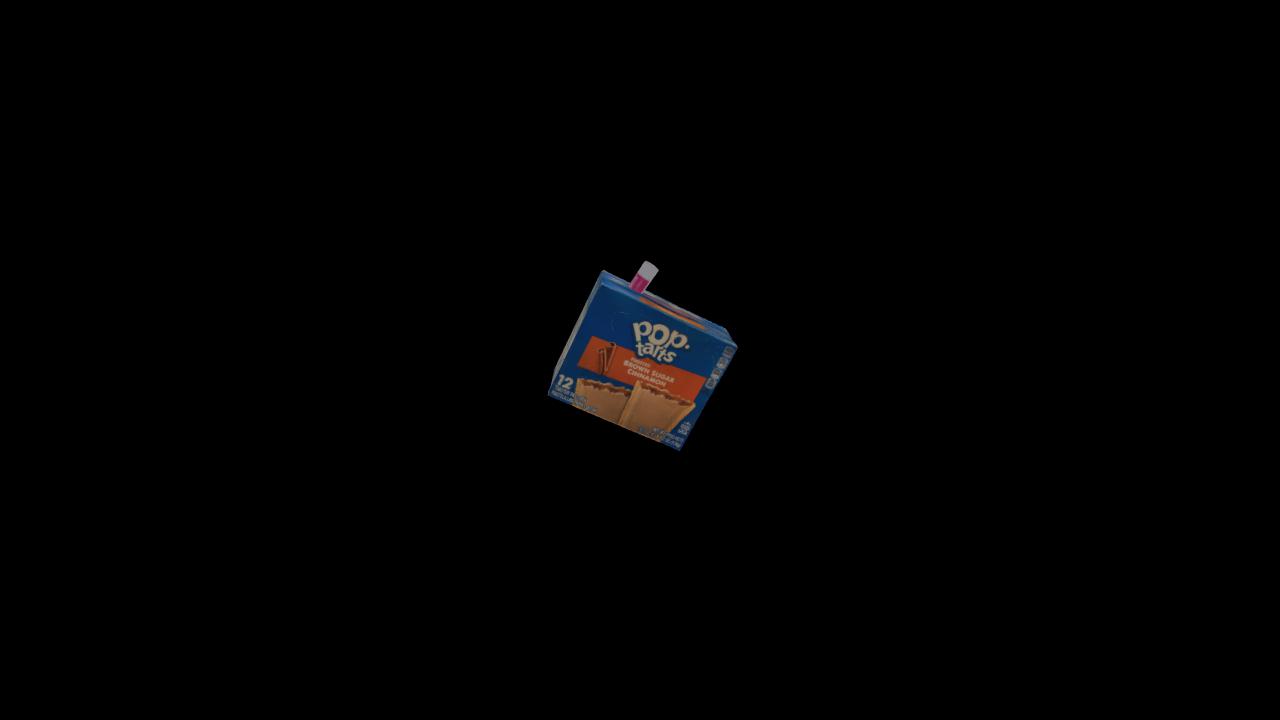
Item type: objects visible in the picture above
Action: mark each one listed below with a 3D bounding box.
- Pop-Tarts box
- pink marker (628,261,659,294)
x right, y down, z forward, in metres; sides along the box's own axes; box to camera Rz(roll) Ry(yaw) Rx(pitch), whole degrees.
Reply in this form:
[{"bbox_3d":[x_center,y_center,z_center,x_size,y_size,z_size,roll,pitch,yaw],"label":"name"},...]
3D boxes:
[{"bbox_3d":[0.001,0.001,0.702,0.167,0.141,0.083,24,15,-12],"label":"Pop-Tarts box"},{"bbox_3d":[-0.020,-0.056,0.688,0.020,0.121,0.020,32,17,-11],"label":"pink marker"}]
